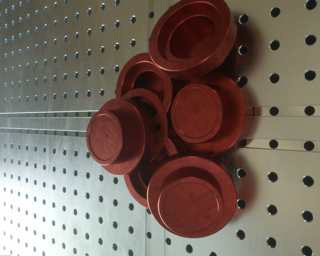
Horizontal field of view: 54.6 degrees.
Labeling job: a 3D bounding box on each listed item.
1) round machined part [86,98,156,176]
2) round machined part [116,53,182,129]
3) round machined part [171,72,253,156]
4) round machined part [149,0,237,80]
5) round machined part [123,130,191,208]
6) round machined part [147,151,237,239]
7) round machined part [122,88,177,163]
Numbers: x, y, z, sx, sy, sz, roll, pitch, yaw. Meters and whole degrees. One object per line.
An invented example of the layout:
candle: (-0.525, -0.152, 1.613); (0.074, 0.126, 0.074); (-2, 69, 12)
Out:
round machined part: (-0.055, 0.011, 0.390); (0.098, 0.042, 0.097); (0, 90, 40)
round machined part: (-0.010, -0.046, 0.408); (0.098, 0.042, 0.097); (0, 90, 40)
round machined part: (0.052, -0.016, 0.356); (0.098, 0.042, 0.097); (0, 90, 40)
round machined part: (0.040, -0.097, 0.352); (0.098, 0.042, 0.098); (-14, 62, 28)
round machined part: (0.001, 0.051, 0.398); (0.098, 0.042, 0.097); (0, 90, 40)
round machined part: (0.034, 0.078, 0.339); (0.098, 0.042, 0.097); (1, 103, 7)
round machined part: (-0.015, -0.002, 0.411); (0.098, 0.042, 0.097); (0, 90, 40)
